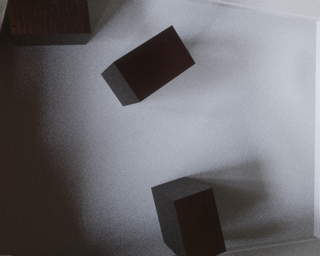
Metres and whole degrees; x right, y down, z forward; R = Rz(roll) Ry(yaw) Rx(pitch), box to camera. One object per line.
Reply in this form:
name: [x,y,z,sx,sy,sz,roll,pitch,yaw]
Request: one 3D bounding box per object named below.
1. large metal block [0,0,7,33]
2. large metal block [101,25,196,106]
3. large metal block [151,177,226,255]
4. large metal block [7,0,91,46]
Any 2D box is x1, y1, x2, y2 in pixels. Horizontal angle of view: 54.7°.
large metal block: [-0.203,-0.110,0.300,0.080,0.050,0.080,9,86,23]
large metal block: [-0.017,-0.071,0.375,0.080,0.080,0.050,-37,102,-16]
large metal block: [0.033,0.114,0.394,0.050,0.080,0.080,-15,95,-19]
large metal block: [-0.126,-0.139,0.350,0.081,0.050,0.080,-7,93,-20]
